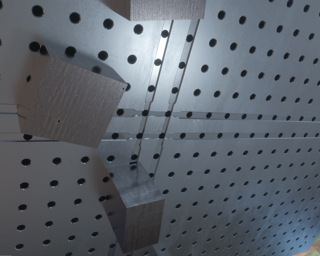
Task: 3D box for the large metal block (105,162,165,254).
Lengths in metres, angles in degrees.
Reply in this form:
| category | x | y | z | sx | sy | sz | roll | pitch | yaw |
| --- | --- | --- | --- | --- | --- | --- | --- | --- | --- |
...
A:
| category | x | y | z | sx | sy | sz | roll | pitch | yaw |
| --- | --- | --- | --- | --- | --- | --- | --- | --- | --- |
| large metal block | -0.038 | 0.106 | 0.422 | 0.050 | 0.080 | 0.079 | -8 | 122 | -25 |

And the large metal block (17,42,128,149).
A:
| category | x | y | z | sx | sy | sz | roll | pitch | yaw |
| --- | --- | --- | --- | --- | --- | --- | --- | --- | --- |
| large metal block | -0.093 | -0.032 | 0.325 | 0.081 | 0.050 | 0.080 | 16 | 110 | -35 |

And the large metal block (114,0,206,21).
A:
| category | x | y | z | sx | sy | sz | roll | pitch | yaw |
| --- | --- | --- | --- | --- | --- | --- | --- | --- | --- |
| large metal block | 0.001 | -0.152 | 0.303 | 0.081 | 0.050 | 0.079 | -11 | 123 | -23 |

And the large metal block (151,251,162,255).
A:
| category | x | y | z | sx | sy | sz | roll | pitch | yaw |
| --- | --- | --- | --- | --- | --- | --- | --- | --- | --- |
| large metal block | -0.008 | 0.286 | 0.570 | 0.080 | 0.050 | 0.080 | -41 | 130 | -1 |
